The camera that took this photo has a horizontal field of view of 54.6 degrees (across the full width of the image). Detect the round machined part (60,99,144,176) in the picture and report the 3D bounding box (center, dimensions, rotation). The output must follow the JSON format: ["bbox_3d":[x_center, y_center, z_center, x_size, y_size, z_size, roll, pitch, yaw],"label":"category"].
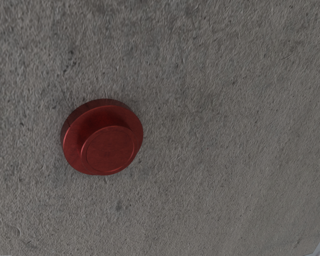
[{"bbox_3d":[-0.065,0.018,0.371,0.099,0.042,0.097,-14,124,-21],"label":"round machined part"}]
